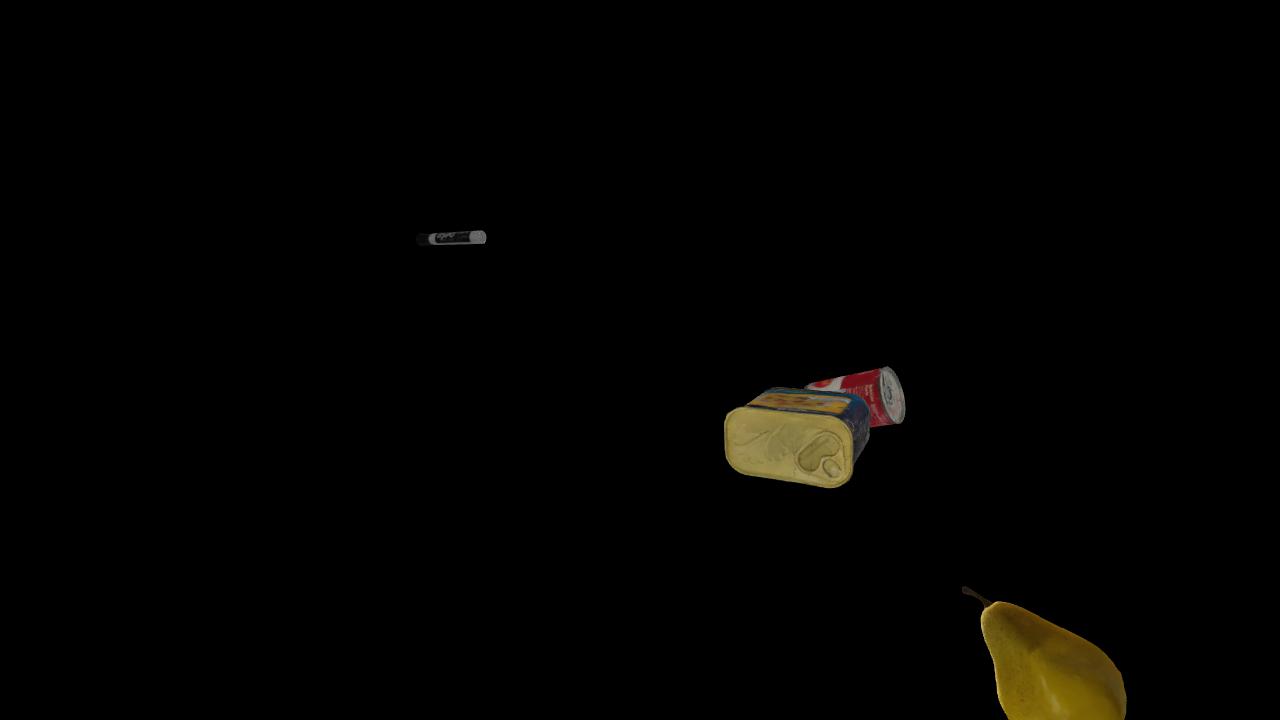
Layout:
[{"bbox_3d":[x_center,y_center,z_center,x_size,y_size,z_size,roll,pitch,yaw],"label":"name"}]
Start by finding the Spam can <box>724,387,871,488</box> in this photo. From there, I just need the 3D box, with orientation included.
[{"bbox_3d":[0.132,0.059,0.509,0.101,0.058,0.085,5,14,29],"label":"Spam can"}]

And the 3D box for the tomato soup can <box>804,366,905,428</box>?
[{"bbox_3d":[0.255,0.052,0.741,0.101,0.068,0.068,-17,-12,41],"label":"tomato soup can"}]

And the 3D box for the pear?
[{"bbox_3d":[0.281,0.209,0.438,0.080,0.111,0.080,-20,-24,-9],"label":"pear"}]

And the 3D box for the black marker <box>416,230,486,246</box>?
[{"bbox_3d":[-0.273,-0.174,0.880,0.121,0.020,0.020,3,1,26],"label":"black marker"}]
